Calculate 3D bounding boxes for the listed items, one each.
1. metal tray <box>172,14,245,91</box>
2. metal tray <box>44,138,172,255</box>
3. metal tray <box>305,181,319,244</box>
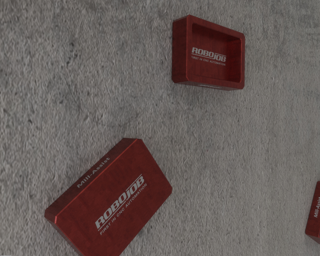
[{"bbox_3d":[0.076,-0.107,0.464,0.131,0.030,0.089,1,89,-40],"label":"metal tray"},{"bbox_3d":[-0.052,0.084,0.358,0.131,0.030,0.090,-45,117,-31],"label":"metal tray"},{"bbox_3d":[0.387,0.201,0.725,0.090,0.030,0.130,37,67,-34],"label":"metal tray"}]
